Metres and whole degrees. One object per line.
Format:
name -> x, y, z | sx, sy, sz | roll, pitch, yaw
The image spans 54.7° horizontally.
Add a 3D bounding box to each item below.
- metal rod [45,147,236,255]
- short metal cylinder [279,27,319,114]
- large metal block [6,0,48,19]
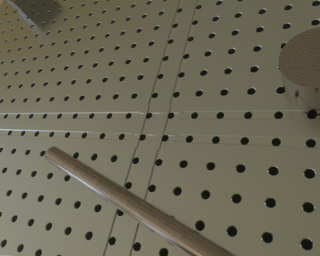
metal rod -> -0.048, 0.086, 0.379 | 0.300, 0.025, 0.025 | 22, 73, 35
short metal cylinder -> 0.175, -0.063, 0.339 | 0.080, 0.050, 0.080 | -13, 56, 21
large metal block -> -0.325, -0.323, 0.757 | 0.080, 0.050, 0.080 | 34, 80, 38
